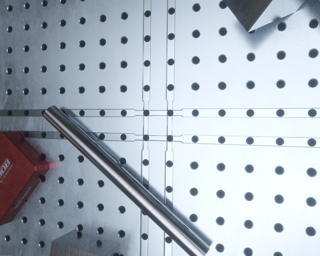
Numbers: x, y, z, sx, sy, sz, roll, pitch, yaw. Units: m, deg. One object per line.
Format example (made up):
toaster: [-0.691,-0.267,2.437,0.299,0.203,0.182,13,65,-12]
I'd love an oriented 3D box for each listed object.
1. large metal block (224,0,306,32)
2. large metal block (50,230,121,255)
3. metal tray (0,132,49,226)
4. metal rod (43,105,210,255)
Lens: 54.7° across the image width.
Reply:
large metal block: [0.125,-0.156,0.322,0.081,0.080,0.050,-28,78,-23]
large metal block: [-0.108,0.200,0.437,0.080,0.050,0.079,8,93,19]
metal tray: [-0.248,0.081,0.498,0.090,0.030,0.130,41,103,15]
metal rod: [-0.055,0.069,0.432,0.300,0.025,0.025,40,103,15]
